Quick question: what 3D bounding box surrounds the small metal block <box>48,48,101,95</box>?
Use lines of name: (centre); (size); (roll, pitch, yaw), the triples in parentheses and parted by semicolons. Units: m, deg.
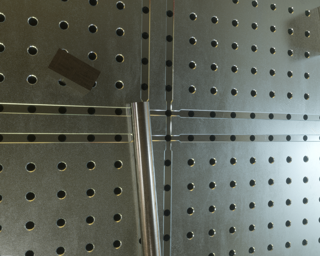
small metal block: (-0.101, -0.064, 0.362); (0.050, 0.050, 0.025); (29, 81, -18)

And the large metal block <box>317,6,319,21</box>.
large metal block: (0.312, -0.171, 0.498); (0.050, 0.080, 0.080); (-14, 95, -20)

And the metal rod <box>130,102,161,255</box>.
metal rod: (-0.015, 0.115, 0.407); (0.025, 0.025, 0.298); (-5, 92, -20)
